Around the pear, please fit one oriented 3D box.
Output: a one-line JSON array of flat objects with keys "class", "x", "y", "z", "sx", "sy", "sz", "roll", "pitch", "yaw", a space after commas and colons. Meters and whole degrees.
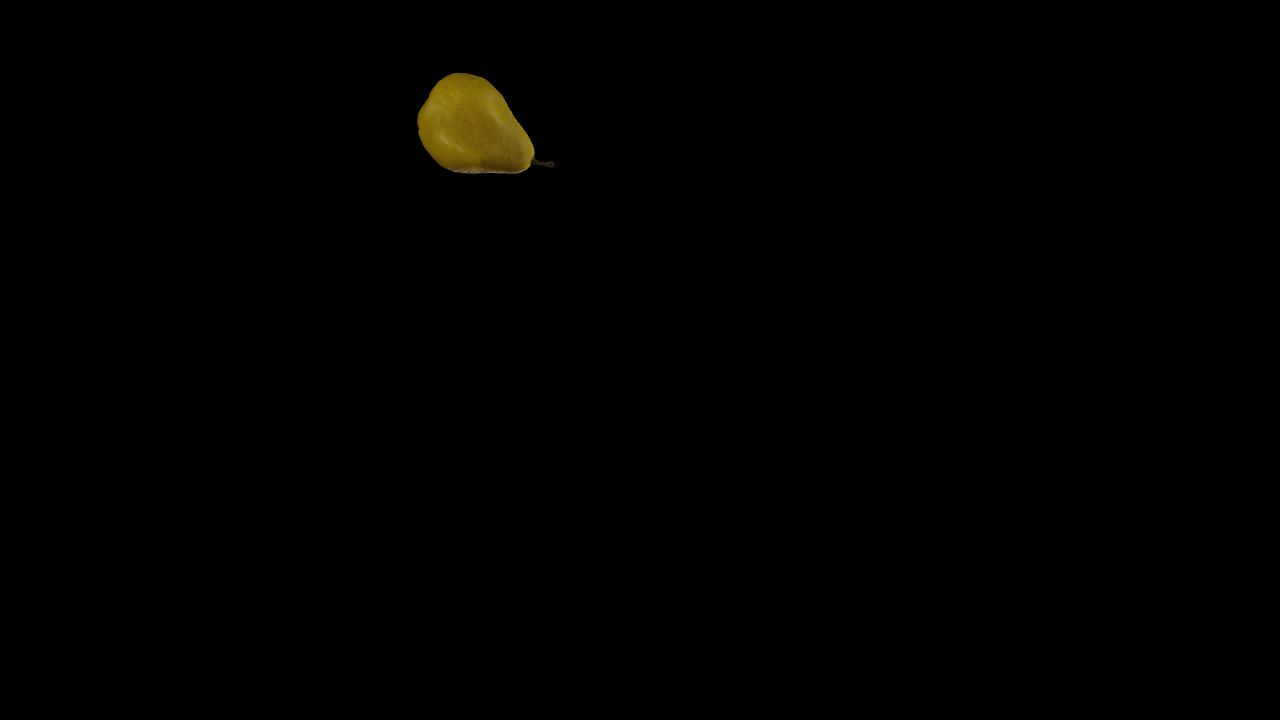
[{"class": "pear", "x": -0.128, "y": -0.185, "z": 0.522, "sx": 0.111, "sy": 0.080, "sz": 0.080, "roll": 36, "pitch": -9, "yaw": -12}]
